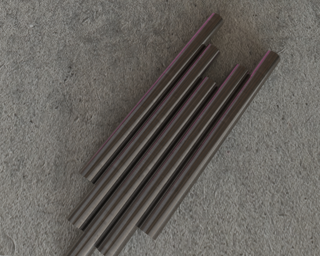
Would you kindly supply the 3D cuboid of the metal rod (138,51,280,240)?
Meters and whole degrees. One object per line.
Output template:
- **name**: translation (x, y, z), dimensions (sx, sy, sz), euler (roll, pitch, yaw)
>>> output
- **metal rod**: translation (0.073, 0.011, 0.406), dimensions (0.025, 0.025, 0.300), euler (35, 73, 11)

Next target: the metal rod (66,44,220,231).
- **metal rod**: translation (-0.012, 0.001, 0.409), dimensions (0.025, 0.025, 0.300), euler (35, 73, 11)

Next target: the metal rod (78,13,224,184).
- **metal rod**: translation (-0.003, -0.051, 0.428), dimensions (0.025, 0.025, 0.300), euler (35, 73, 11)

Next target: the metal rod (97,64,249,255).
- **metal rod**: translation (0.026, 0.032, 0.398), dimensions (0.025, 0.025, 0.300), euler (35, 73, 11)

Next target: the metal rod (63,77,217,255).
- **metal rod**: translation (-0.019, 0.050, 0.391), dimensions (0.025, 0.025, 0.300), euler (35, 73, 11)
